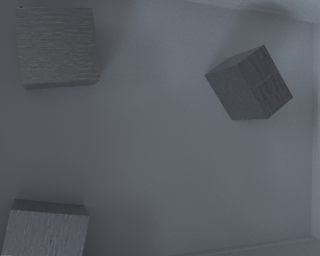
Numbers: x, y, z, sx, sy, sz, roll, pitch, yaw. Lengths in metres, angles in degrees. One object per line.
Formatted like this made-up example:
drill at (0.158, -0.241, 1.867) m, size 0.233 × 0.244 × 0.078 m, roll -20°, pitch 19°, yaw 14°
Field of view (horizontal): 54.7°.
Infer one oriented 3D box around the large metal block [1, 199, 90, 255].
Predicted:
large metal block at (-0.131, 0.129, 0.350) m, size 0.081 × 0.050 × 0.080 m, roll 11°, pitch 86°, yaw -20°

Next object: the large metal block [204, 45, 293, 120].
large metal block at (0.119, -0.058, 0.427) m, size 0.050 × 0.080 × 0.080 m, roll -37°, pitch 102°, yaw -16°

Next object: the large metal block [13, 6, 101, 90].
large metal block at (-0.117, -0.089, 0.354) m, size 0.081 × 0.050 × 0.079 m, roll -7°, pitch 93°, yaw -20°
